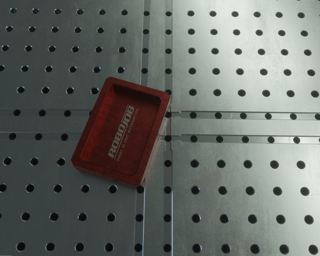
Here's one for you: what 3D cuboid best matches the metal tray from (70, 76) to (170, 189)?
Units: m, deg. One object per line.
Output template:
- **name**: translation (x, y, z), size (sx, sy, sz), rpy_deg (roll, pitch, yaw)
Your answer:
- **metal tray**: translation (-0.048, 0.004, 0.406), size (0.090, 0.030, 0.130), rpy_deg (17, 71, 5)
